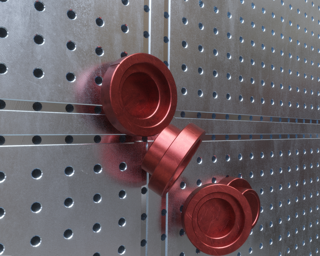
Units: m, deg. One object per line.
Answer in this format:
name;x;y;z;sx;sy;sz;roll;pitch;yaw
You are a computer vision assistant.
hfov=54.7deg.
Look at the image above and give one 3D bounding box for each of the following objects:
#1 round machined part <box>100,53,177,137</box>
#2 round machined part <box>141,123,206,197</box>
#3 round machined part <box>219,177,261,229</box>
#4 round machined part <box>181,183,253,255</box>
round machined part;-0.029;-0.039;0.375;0.099;0.042;0.097;0;90;-40
round machined part;0.013;0.034;0.389;0.042;0.098;0.098;33;61;12
round machined part;0.129;0.131;0.509;0.099;0.042;0.097;0;90;-40
round machined part;0.079;0.128;0.448;0.099;0.042;0.097;1;85;-8
